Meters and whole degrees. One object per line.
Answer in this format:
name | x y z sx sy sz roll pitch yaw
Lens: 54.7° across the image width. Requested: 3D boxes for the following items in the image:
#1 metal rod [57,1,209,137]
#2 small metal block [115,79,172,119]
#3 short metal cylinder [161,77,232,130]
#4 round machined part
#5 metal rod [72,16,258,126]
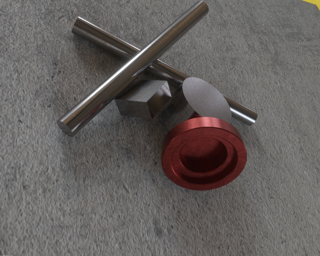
metal rod | -0.020 -0.096 0.423 0.025 0.025 0.301 42 60 0
small metal block | -0.021 -0.039 0.399 0.050 0.050 0.025 -50 136 -39
short metal cylinder | 0.049 -0.022 0.420 0.080 0.050 0.080 23 43 -23
round machined part | 0.051 0.027 0.375 0.099 0.097 0.042 23 32 -15
metal rod | 0.015 -0.079 0.461 0.301 0.025 0.025 26 53 -13
